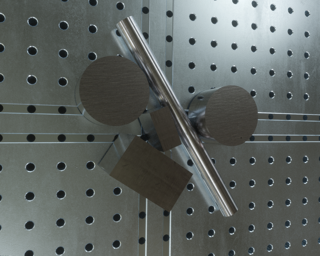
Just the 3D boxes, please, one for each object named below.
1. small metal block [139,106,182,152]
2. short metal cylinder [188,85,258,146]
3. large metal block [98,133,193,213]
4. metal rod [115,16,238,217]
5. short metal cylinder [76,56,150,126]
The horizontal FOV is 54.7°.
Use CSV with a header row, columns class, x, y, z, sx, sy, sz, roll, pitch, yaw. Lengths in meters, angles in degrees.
class,x,y,z,sx,sy,sz,roll,pitch,yaw
small metal block,-0.001,0.001,0.395,0.025,0.050,0.050,-23,98,-19
short metal cylinder,0.086,-0.016,0.427,0.081,0.050,0.079,0,90,-20
large metal block,-0.021,0.050,0.371,0.080,0.080,0.050,36,79,-16
metal rod,0.028,-0.008,0.419,0.025,0.025,0.299,-33,101,-17
short metal cylinder,-0.059,-0.042,0.374,0.081,0.050,0.079,0,90,-20
